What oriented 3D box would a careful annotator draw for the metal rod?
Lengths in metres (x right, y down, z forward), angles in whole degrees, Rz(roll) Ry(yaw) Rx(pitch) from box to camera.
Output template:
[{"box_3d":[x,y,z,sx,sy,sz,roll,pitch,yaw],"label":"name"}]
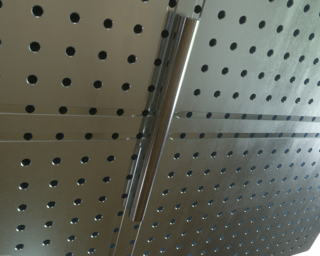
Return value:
[{"box_3d":[-0.001,0.005,0.415,0.025,0.025,0.298,0,118,-29],"label":"metal rod"}]
